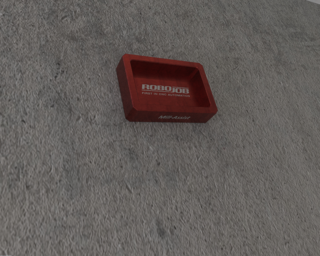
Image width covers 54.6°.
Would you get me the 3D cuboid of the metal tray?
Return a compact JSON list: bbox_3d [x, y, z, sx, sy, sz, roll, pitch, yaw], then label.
[{"bbox_3d":[0.010,-0.054,0.438,0.131,0.030,0.090,0,62,-28],"label":"metal tray"}]
